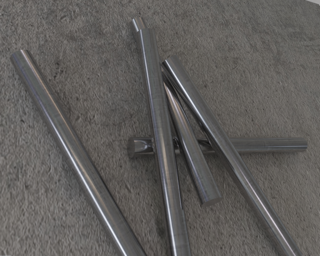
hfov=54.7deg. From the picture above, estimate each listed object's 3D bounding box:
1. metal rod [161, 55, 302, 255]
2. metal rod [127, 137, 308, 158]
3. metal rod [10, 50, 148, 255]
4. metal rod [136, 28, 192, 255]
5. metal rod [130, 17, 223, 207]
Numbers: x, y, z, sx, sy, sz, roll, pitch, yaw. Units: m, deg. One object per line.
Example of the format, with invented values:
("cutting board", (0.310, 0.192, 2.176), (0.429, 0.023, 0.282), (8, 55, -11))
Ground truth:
("metal rod", (0.090, 0.038, 0.401), (0.025, 0.025, 0.299), (-30, 87, -38))
("metal rod", (0.099, 0.025, 0.441), (0.303, 0.025, 0.025), (1, 61, -28))
("metal rod", (-0.085, 0.039, 0.334), (0.025, 0.025, 0.299), (-24, 75, -36))
("metal rod", (0.004, 0.019, 0.361), (0.025, 0.025, 0.299), (0, 72, -28))
("metal rod", (0.011, -0.041, 0.411), (0.025, 0.025, 0.299), (-2, 56, -29))
